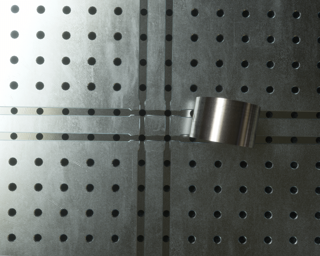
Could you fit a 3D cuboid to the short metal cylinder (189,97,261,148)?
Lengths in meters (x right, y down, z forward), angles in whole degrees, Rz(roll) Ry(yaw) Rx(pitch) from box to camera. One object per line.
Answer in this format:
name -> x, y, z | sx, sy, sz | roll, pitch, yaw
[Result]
short metal cylinder -> 0.080, -0.007, 0.387 | 0.080, 0.080, 0.050 | 10, 90, -1
